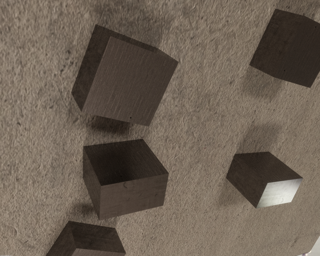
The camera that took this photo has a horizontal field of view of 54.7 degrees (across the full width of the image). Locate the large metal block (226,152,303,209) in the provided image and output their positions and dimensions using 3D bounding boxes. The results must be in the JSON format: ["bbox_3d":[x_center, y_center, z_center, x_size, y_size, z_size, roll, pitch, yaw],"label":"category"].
[{"bbox_3d":[0.173,0.084,0.521,0.081,0.080,0.050,-1,119,-29],"label":"large metal block"}]

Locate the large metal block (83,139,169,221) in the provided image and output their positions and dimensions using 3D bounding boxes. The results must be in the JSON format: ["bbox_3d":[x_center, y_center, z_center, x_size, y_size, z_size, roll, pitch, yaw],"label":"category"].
[{"bbox_3d":[-0.046,0.059,0.384,0.081,0.080,0.050,-6,121,-26],"label":"large metal block"}]

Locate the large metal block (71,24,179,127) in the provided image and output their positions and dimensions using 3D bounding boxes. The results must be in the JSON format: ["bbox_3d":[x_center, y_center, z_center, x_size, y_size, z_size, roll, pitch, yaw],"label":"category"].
[{"bbox_3d":[-0.040,-0.055,0.336,0.081,0.050,0.079,13,112,-34],"label":"large metal block"}]

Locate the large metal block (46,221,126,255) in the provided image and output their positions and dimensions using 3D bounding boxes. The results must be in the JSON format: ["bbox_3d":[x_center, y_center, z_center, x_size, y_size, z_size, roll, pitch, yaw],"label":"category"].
[{"bbox_3d":[-0.110,0.188,0.448,0.080,0.050,0.080,25,105,-37],"label":"large metal block"}]

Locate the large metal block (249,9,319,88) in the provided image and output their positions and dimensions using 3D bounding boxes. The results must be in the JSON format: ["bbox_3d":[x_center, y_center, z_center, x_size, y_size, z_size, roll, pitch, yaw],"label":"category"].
[{"bbox_3d":[0.184,-0.108,0.427,0.081,0.050,0.079,7,115,-32],"label":"large metal block"}]
